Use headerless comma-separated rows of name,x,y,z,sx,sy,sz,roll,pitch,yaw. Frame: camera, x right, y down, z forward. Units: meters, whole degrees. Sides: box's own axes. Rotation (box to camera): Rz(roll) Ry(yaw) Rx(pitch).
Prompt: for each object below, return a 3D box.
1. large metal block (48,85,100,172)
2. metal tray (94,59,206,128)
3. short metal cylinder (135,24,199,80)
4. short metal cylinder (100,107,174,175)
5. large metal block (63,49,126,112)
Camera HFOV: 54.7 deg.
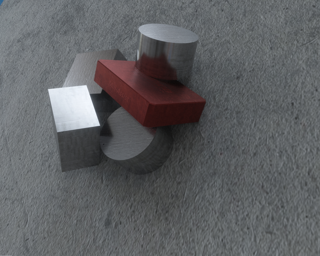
large metal block,-0.117,0.000,0.422,0.050,0.079,0.080,-10,49,-21
metal tray,-0.016,-0.049,0.404,0.130,0.091,0.030,41,125,39
short metal cylinder,0.008,-0.106,0.425,0.081,0.050,0.080,7,33,-4
short metal cylinder,-0.029,0.014,0.397,0.080,0.050,0.080,-13,56,21
large metal block,-0.097,-0.072,0.481,0.080,0.050,0.080,1,62,28
